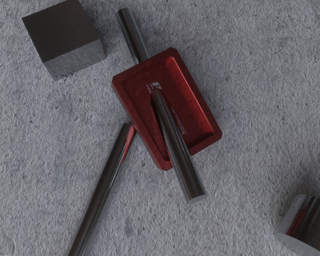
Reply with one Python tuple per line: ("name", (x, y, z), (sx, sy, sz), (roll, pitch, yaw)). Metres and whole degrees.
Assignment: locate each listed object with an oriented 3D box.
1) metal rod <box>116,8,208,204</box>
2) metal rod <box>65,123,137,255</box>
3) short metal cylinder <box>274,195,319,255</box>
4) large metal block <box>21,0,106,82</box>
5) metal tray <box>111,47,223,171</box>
("metal rod", (-0.007, -0.047, 0.403), (0.025, 0.025, 0.299), (-18, 63, -7))
("metal rod", (-0.090, 0.131, 0.359), (0.025, 0.025, 0.300), (19, 71, 6))
("short metal cylinder", (0.175, 0.117, 0.338), (0.080, 0.080, 0.050), (34, 73, 11))
("large metal block", (-0.134, -0.126, 0.439), (0.080, 0.050, 0.080), (-27, 73, -10))
("metal tray", (0.008, -0.023, 0.390), (0.090, 0.030, 0.130), (-30, 94, -11))
